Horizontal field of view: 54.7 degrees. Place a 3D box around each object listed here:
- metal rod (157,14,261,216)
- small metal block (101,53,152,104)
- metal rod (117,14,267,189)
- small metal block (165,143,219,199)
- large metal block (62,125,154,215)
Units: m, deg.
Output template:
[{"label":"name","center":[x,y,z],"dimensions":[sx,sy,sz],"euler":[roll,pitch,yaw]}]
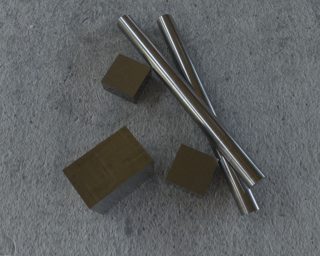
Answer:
[{"label":"metal rod","center":[0.058,-0.031,0.420],"dimensions":[0.025,0.025,0.299],"euler":[-19,71,-7]},{"label":"small metal block","center":[-0.046,-0.069,0.433],"dimensions":[0.050,0.025,0.050],"euler":[26,72,9]},{"label":"metal rod","center":[0.029,-0.049,0.408],"dimensions":[0.025,0.025,0.300],"euler":[-32,67,-11]},{"label":"small metal block","center":[0.040,0.054,0.389],"dimensions":[0.050,0.025,0.050],"euler":[23,71,8]},{"label":"large metal block","center":[-0.054,0.052,0.359],"dimensions":[0.080,0.080,0.050],"euler":[-37,74,-12]}]
